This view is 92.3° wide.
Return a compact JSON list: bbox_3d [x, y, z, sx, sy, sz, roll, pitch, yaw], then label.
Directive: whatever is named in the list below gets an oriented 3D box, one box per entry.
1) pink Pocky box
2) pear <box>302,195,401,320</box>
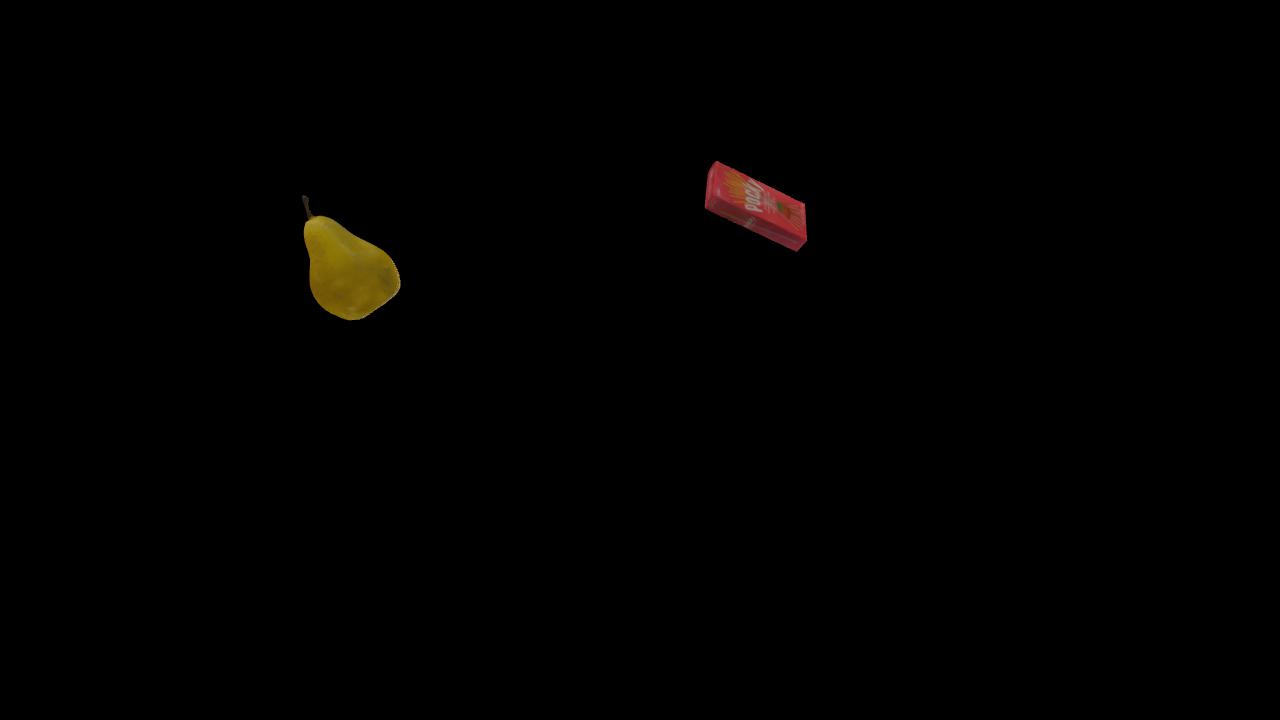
[{"bbox_3d":[0.166,-0.219,0.875,0.155,0.084,0.029,21,-40,-15],"label":"pink Pocky box"},{"bbox_3d":[-0.273,-0.091,0.554,0.080,0.111,0.080,-32,17,11],"label":"pear"}]
